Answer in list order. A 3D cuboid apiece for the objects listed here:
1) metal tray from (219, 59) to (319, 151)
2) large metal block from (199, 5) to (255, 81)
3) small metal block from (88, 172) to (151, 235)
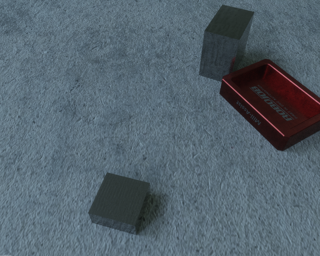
[{"bbox_3d":[0.158,-0.038,0.432,0.091,0.030,0.130,-24,54,-19],"label":"metal tray"},{"bbox_3d":[0.102,-0.129,0.477,0.050,0.080,0.080,20,53,16],"label":"large metal block"},{"bbox_3d":[-0.042,0.081,0.335,0.050,0.025,0.050,12,51,10],"label":"small metal block"}]
